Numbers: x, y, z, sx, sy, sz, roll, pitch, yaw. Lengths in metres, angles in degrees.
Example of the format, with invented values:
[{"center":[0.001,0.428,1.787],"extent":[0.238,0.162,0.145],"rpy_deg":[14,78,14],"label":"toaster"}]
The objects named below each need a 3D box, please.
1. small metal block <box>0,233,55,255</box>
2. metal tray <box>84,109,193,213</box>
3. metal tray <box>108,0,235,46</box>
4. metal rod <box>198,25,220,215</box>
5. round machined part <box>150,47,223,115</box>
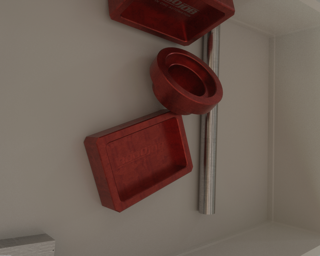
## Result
[{"center":[-0.132,0.133,0.297],"extent":[0.050,0.025,0.050],"rpy_deg":[7,86,-40],"label":"small metal block"},{"center":[-0.020,0.035,0.387],"extent":[0.131,0.030,0.089],"rpy_deg":[-22,104,-38],"label":"metal tray"},{"center":[0.015,-0.149,0.375],"extent":[0.131,0.090,0.030],"rpy_deg":[7,69,-40],"label":"metal tray"},{"center":[0.076,-0.021,0.472],"extent":[0.025,0.025,0.298],"rpy_deg":[3,88,-40],"label":"metal rod"},{"center":[0.030,-0.055,0.402],"extent":[0.099,0.042,0.098],"rpy_deg":[21,44,-21],"label":"round machined part"}]
